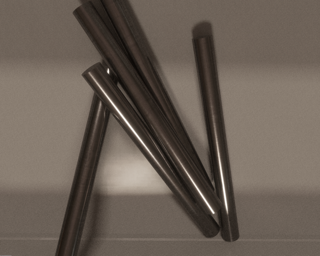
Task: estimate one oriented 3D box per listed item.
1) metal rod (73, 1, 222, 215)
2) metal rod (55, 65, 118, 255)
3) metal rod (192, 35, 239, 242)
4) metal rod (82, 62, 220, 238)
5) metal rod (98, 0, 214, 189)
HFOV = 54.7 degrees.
[{"bbox_3d":[-0.008,-0.014,0.382,0.025,0.025,0.299,-31,104,10],"label":"metal rod"},{"bbox_3d":[-0.094,0.072,0.372,0.025,0.025,0.298,13,85,-5],"label":"metal rod"},{"bbox_3d":[0.080,0.028,0.422,0.025,0.025,0.298,-11,110,3],"label":"metal rod"},{"bbox_3d":[0.001,0.045,0.407,0.025,0.025,0.299,-30,116,10],"label":"metal rod"},{"bbox_3d":[0.002,-0.034,0.398,0.025,0.025,0.299,-25,109,8],"label":"metal rod"}]
